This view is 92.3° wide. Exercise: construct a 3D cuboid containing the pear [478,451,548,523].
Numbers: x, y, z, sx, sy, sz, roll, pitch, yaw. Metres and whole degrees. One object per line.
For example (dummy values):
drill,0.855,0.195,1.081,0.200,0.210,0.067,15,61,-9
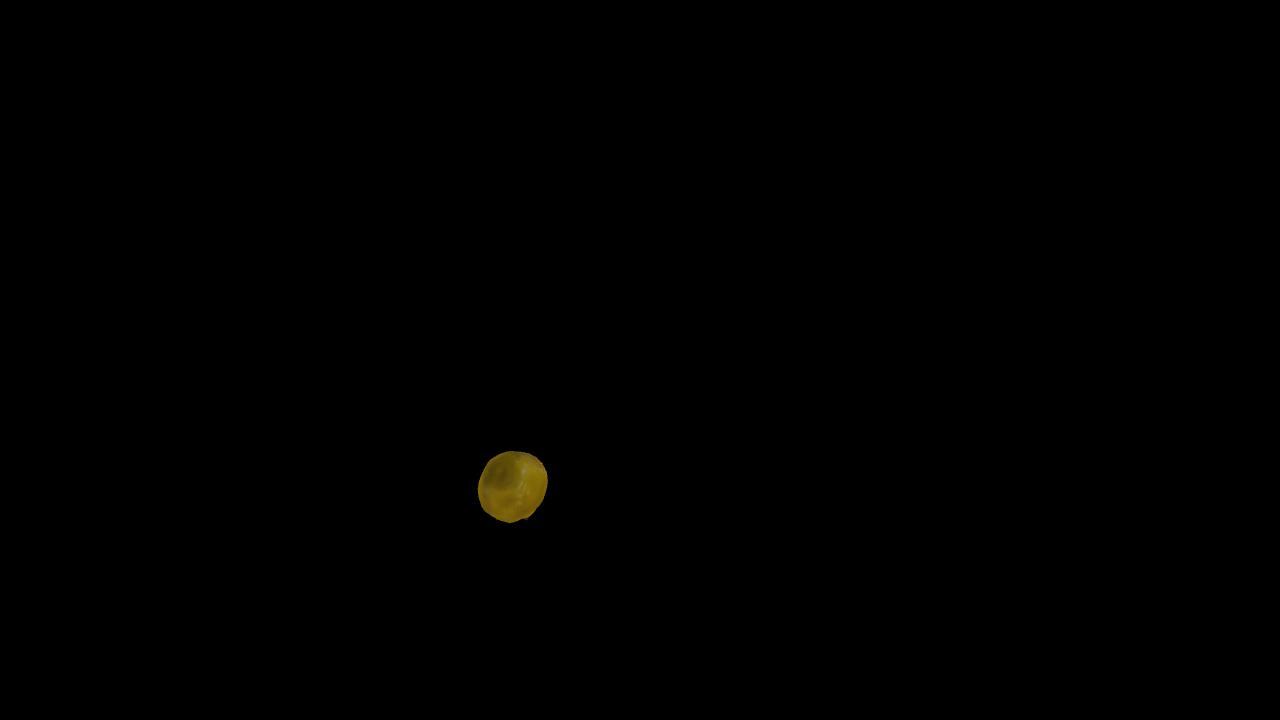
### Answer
pear,-0.136,0.152,0.707,0.080,0.080,0.111,0,-29,14
